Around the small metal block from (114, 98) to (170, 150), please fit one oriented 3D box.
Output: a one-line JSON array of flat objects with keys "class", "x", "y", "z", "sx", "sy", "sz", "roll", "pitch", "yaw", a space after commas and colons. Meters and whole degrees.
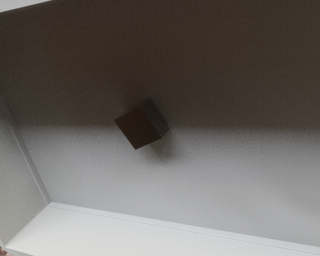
[{"class": "small metal block", "x": -0.024, "y": -0.005, "z": 0.413, "sx": 0.050, "sy": 0.025, "sz": 0.050, "roll": -26, "pitch": 105, "yaw": 36}]
